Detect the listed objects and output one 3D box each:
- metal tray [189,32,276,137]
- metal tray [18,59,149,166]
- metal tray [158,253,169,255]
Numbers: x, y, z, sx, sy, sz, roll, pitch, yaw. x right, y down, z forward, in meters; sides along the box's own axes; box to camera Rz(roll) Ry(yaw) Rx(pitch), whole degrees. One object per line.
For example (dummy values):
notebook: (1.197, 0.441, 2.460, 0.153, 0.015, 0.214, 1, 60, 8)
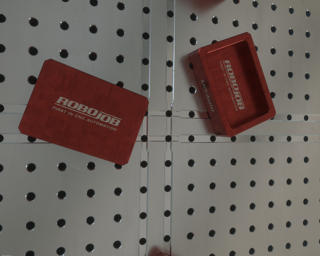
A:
metal tray: (0.106, -0.062, 0.448, 0.091, 0.030, 0.129, -23, 98, -19)
metal tray: (-0.089, -0.016, 0.377, 0.131, 0.030, 0.090, 21, 83, -19)
metal tray: (0.036, 0.240, 0.423, 0.130, 0.030, 0.090, 32, 80, -17)
